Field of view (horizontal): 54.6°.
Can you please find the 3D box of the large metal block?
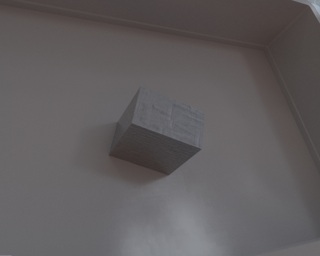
[{"bbox_3d":[-0.005,0.007,0.363,0.080,0.080,0.050,21,54,-16],"label":"large metal block"}]
